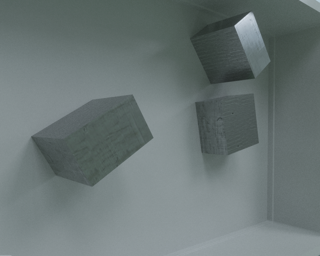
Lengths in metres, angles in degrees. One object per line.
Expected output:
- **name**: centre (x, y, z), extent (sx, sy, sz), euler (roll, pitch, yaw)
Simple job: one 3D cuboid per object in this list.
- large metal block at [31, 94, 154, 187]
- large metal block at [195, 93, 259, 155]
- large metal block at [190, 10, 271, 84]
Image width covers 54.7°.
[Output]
- **large metal block**: centre (-0.069, 0.009, 0.315), extent (0.080, 0.080, 0.050), euler (-38, 114, -34)
- **large metal block**: centre (0.106, -0.008, 0.482), extent (0.081, 0.050, 0.079), euler (-14, 99, -39)
- **large metal block**: centre (0.104, -0.116, 0.461), extent (0.050, 0.080, 0.080), euler (-45, 117, -31)
